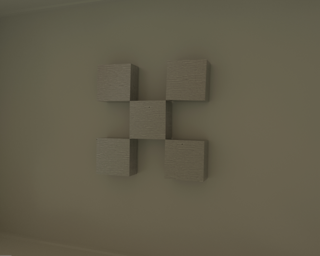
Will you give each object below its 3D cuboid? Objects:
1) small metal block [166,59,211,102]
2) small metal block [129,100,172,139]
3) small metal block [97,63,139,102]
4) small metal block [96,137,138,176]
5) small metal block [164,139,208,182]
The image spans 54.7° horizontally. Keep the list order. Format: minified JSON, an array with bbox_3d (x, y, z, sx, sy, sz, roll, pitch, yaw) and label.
[{"bbox_3d":[0.036,-0.059,0.395,0.050,0.025,0.050,3,91,20],"label":"small metal block"},{"bbox_3d":[-0.012,-0.011,0.412,0.050,0.025,0.050,1,90,20],"label":"small metal block"},{"bbox_3d":[-0.058,-0.061,0.429,0.050,0.025,0.050,2,91,20],"label":"small metal block"},{"bbox_3d":[-0.060,0.039,0.429,0.050,0.025,0.050,1,90,20],"label":"small metal block"},{"bbox_3d":[0.034,0.040,0.396,0.050,0.025,0.050,1,91,20],"label":"small metal block"}]
